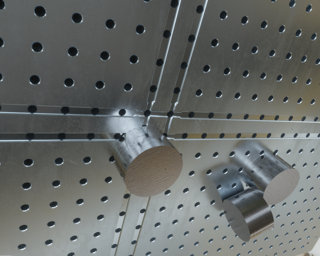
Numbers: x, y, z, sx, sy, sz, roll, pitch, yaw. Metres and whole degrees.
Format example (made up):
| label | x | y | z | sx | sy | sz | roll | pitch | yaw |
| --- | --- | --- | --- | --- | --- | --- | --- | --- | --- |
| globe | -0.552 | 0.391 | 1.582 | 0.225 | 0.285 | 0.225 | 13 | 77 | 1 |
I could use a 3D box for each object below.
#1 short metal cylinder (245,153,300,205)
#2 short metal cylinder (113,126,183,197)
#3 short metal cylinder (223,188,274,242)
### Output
| label | x | y | z | sx | sy | sz | roll | pitch | yaw |
| --- | --- | --- | --- | --- | --- | --- | --- | --- | --- |
| short metal cylinder | 0.204 | 0.092 | 0.563 | 0.081 | 0.050 | 0.079 | -14 | 124 | -21 |
| short metal cylinder | -0.017 | 0.044 | 0.413 | 0.081 | 0.050 | 0.079 | -14 | 124 | -21 |
| short metal cylinder | 0.157 | 0.156 | 0.558 | 0.050 | 0.080 | 0.080 | -22 | 127 | -16 |
